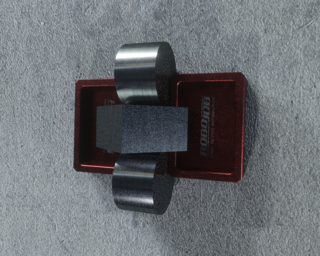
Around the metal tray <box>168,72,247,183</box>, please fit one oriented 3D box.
[{"bbox_3d":[0.059,-0.002,0.387,0.090,0.030,0.129,2,91,19],"label":"metal tray"}]

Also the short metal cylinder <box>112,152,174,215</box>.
[{"bbox_3d":[-0.018,0.065,0.387,0.050,0.080,0.079,2,91,20],"label":"short metal cylinder"}]

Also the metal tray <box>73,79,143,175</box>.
[{"bbox_3d":[-0.073,-0.002,0.434,0.090,0.030,0.129,2,91,19],"label":"metal tray"}]

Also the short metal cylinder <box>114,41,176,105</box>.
[{"bbox_3d":[-0.015,-0.065,0.386,0.050,0.080,0.079,2,91,20],"label":"short metal cylinder"}]

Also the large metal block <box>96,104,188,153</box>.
[{"bbox_3d":[-0.023,0.000,0.367,0.080,0.081,0.050,3,93,60],"label":"large metal block"}]
